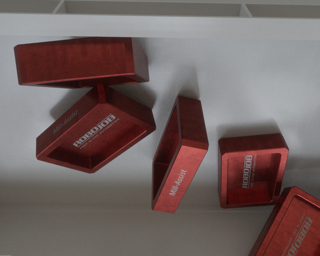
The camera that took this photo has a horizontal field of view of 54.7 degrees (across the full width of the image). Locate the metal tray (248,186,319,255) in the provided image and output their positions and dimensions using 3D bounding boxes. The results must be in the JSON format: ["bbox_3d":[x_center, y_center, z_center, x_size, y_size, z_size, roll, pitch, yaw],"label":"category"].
[{"bbox_3d":[0.199,0.162,0.448,0.090,0.130,0.030,31,170,9],"label":"metal tray"}]

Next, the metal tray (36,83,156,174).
[{"bbox_3d":[-0.082,0.008,0.392,0.130,0.030,0.090,-35,141,26],"label":"metal tray"}]

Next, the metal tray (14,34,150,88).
[{"bbox_3d":[-0.062,-0.057,0.294,0.091,0.130,0.030,-5,96,4],"label":"metal tray"}]

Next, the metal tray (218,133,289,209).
[{"bbox_3d":[0.135,0.069,0.466,0.091,0.030,0.129,-5,130,4],"label":"metal tray"}]

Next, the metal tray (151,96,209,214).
[{"bbox_3d":[0.020,0.036,0.396,0.030,0.090,0.129,12,129,-10],"label":"metal tray"}]
